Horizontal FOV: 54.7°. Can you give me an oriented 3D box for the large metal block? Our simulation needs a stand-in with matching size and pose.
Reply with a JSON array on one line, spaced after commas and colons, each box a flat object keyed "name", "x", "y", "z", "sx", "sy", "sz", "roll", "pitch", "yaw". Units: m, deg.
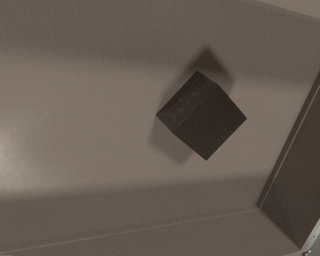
[{"name": "large metal block", "x": 0.056, "y": -0.015, "z": 0.416, "sx": 0.080, "sy": 0.050, "sz": 0.080, "roll": -47, "pitch": 130, "yaw": 5}]
